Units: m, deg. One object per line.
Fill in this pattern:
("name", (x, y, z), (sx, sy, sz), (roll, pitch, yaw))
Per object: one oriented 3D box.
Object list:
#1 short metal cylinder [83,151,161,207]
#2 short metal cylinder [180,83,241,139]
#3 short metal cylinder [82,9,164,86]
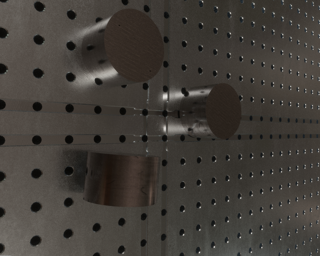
("short metal cylinder", (-0.041, 0.053, 0.340), (0.081, 0.080, 0.050), (8, 85, -40))
("short metal cylinder", (0.076, -0.024, 0.459), (0.081, 0.050, 0.079), (0, 90, -40))
("short metal cylinder", (-0.042, -0.090, 0.359), (0.081, 0.050, 0.079), (0, 90, -40))
